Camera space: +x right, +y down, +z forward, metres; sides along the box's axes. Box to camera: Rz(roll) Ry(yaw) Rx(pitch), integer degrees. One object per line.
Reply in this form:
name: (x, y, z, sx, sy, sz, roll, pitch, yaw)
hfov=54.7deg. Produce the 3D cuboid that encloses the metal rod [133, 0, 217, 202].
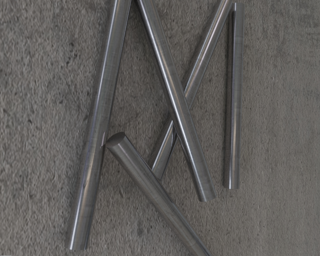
metal rod: (0.016, -0.050, 0.392, 0.025, 0.025, 0.298, -23, 97, -38)

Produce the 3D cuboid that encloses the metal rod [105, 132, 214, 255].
metal rod: (0.022, 0.123, 0.410, 0.025, 0.025, 0.299, -50, 123, -28)

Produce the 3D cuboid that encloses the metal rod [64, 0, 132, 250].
metal rod: (-0.066, -0.020, 0.348, 0.025, 0.025, 0.299, 15, 81, -39)

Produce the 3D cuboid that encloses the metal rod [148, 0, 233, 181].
metal rod: (0.047, -0.068, 0.443, 0.025, 0.025, 0.300, 36, 68, -34)

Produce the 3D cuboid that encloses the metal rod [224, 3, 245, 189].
metal rod: (0.122, -0.052, 0.505, 0.025, 0.025, 0.298, 4, 88, -40)
